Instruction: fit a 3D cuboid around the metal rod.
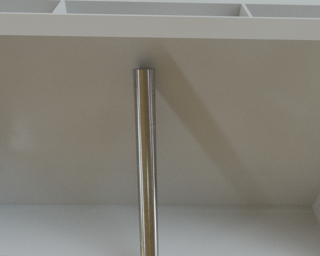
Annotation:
[{"bbox_3d":[-0.016,0.075,0.397,0.025,0.025,0.298,-1,107,0],"label":"metal rod"}]
